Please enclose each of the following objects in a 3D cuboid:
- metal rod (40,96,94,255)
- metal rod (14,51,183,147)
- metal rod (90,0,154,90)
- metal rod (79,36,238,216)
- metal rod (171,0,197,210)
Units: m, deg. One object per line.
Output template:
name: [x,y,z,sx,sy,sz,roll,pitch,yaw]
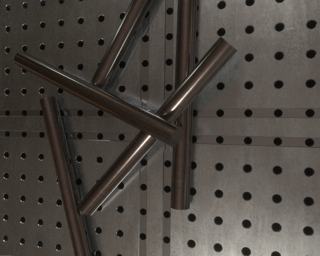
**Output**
metal rod: [-0.132,0.100,0.457,0.025,0.025,0.298,-16,85,19]
metal rod: [-0.100,-0.049,0.417,0.300,0.025,0.025,27,99,28]
metal rod: [-0.027,-0.166,0.421,0.025,0.025,0.299,33,100,16]
metal rod: [-0.015,0.011,0.397,0.025,0.025,0.299,46,111,14]
metal rod: [0.031,-0.046,0.400,0.025,0.025,0.298,2,91,19]
